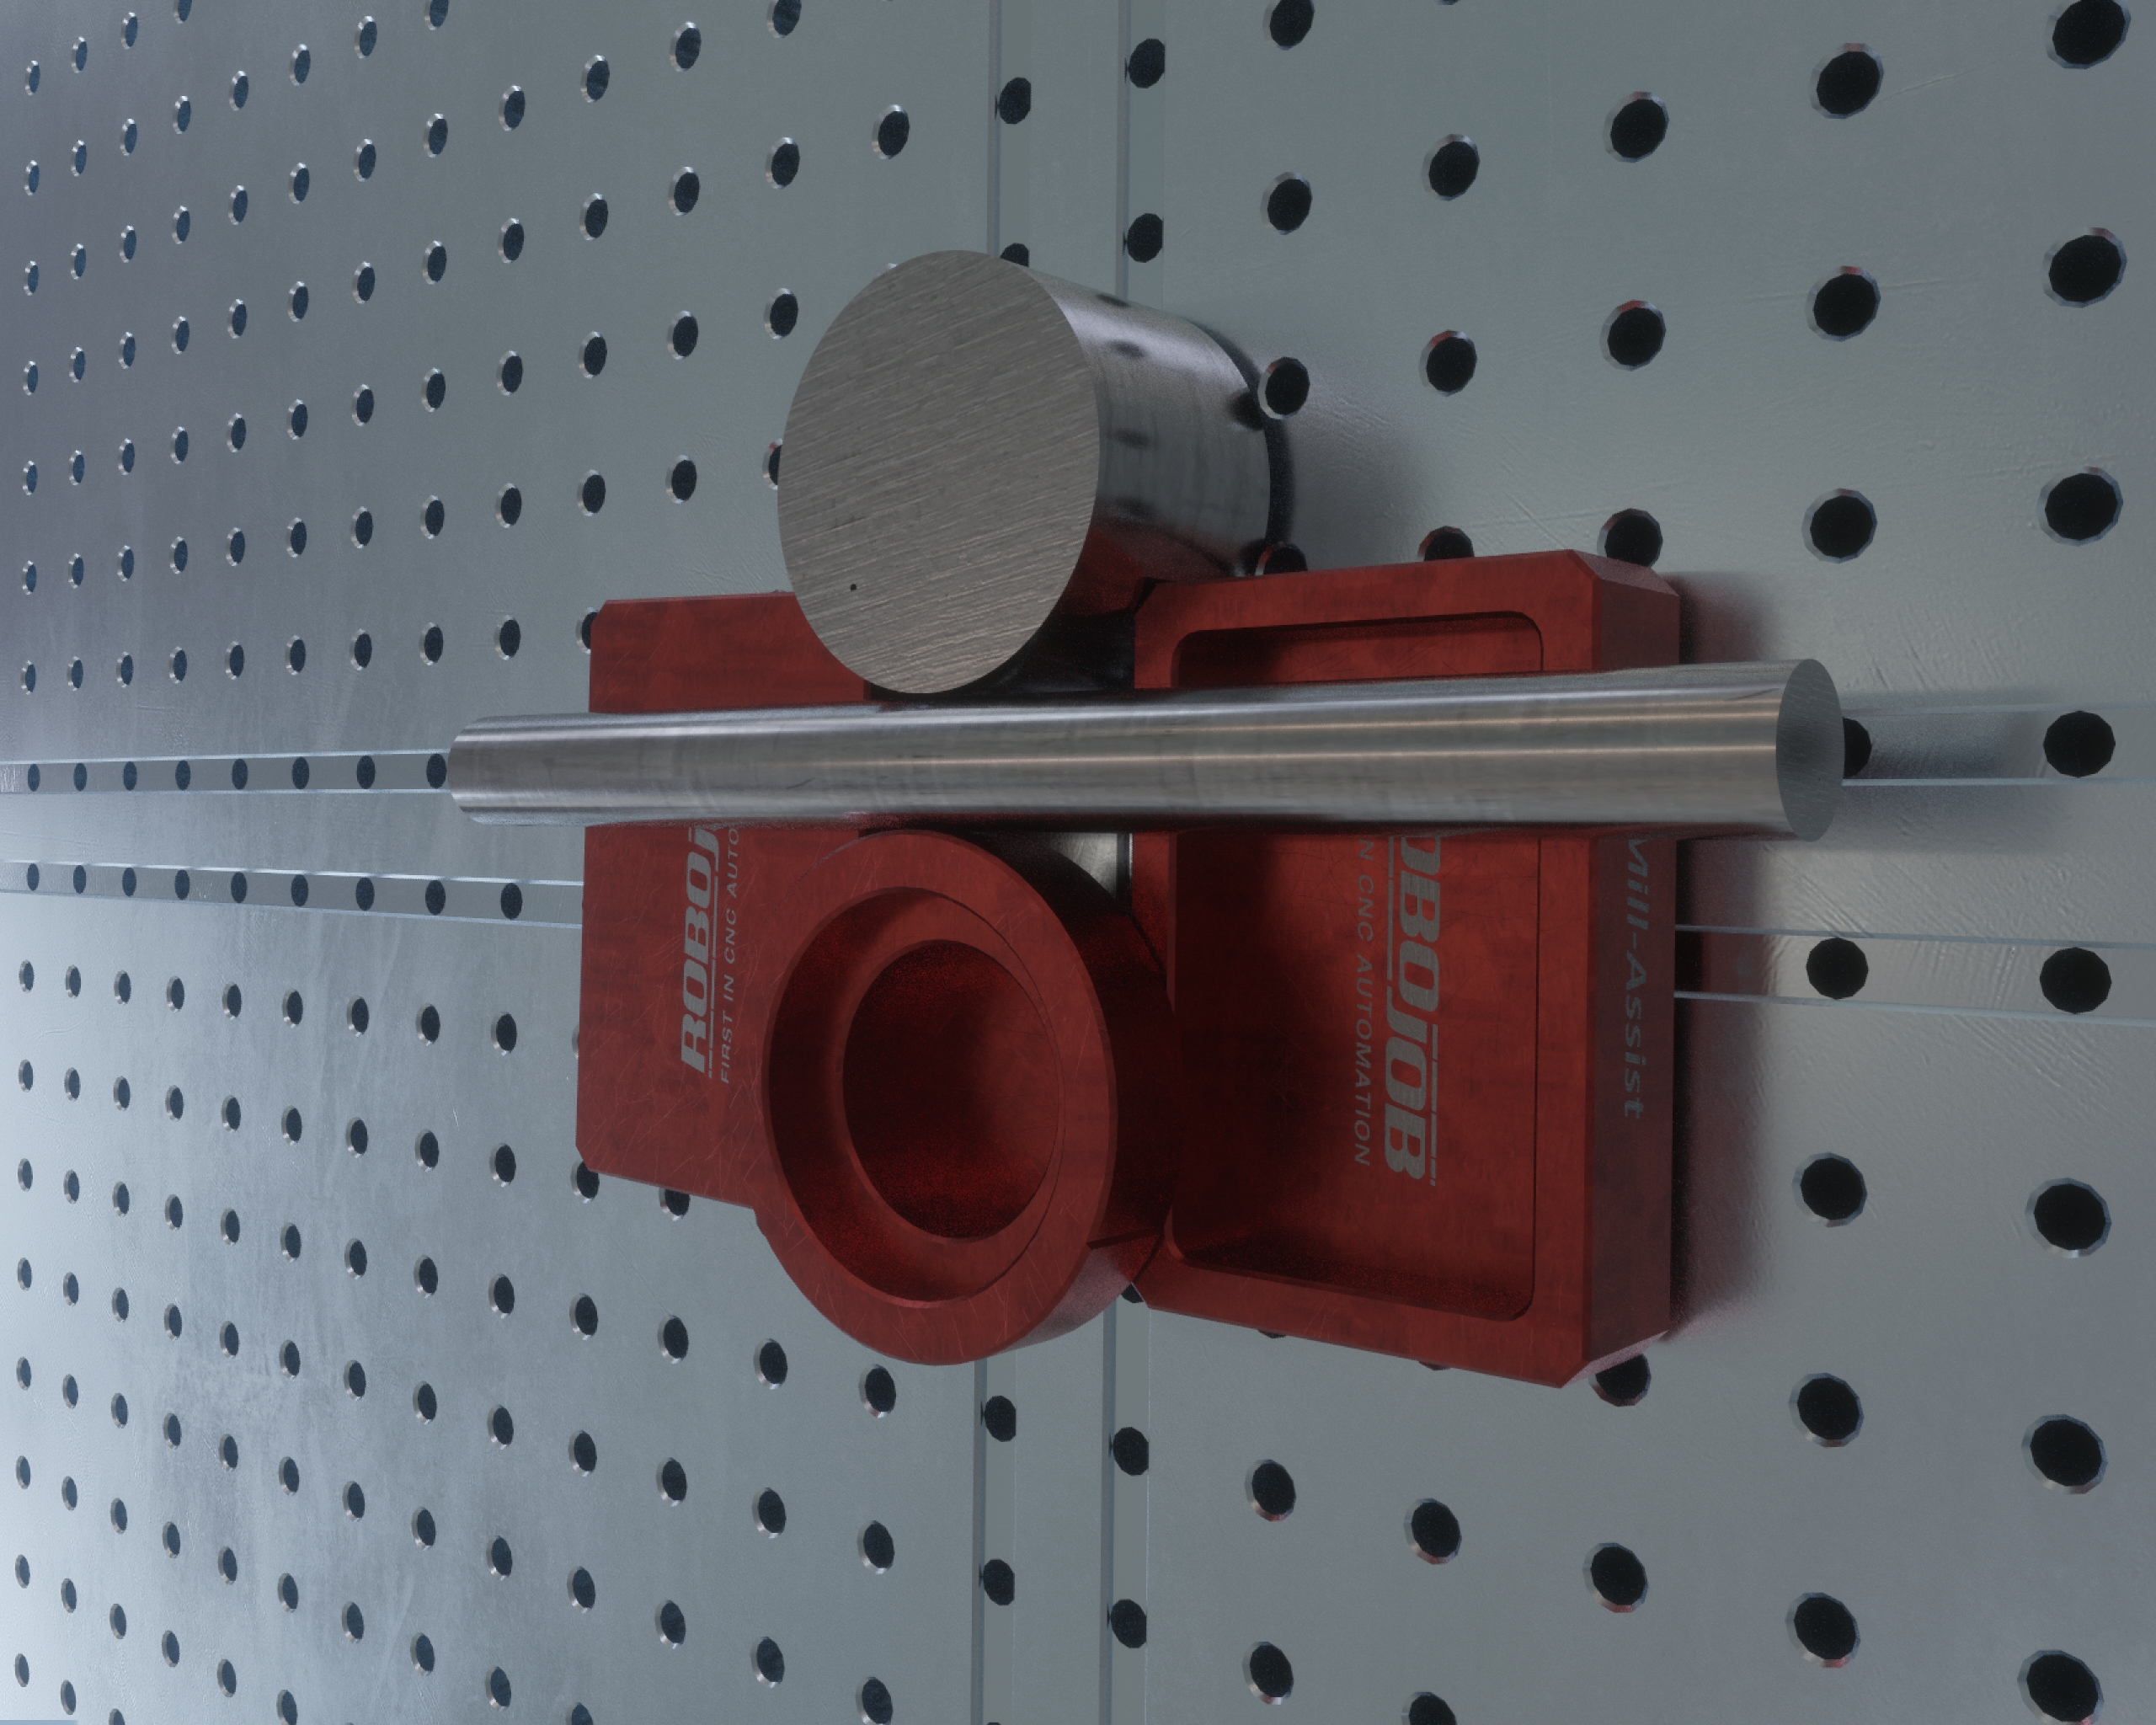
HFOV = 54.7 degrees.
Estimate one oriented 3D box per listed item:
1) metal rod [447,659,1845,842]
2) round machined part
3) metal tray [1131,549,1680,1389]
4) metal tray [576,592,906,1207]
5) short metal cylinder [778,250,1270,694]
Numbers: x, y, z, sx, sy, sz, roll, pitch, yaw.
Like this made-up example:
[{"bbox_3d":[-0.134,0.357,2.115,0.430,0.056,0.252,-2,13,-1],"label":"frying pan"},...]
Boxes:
[{"bbox_3d":[-0.016,-0.018,0.378,0.300,0.025,0.025,1,91,39],"label":"metal rod"},{"bbox_3d":[-0.018,0.043,0.396,0.098,0.042,0.097,0,90,40],"label":"round machined part"},{"bbox_3d":[0.053,0.016,0.357,0.090,0.030,0.129,1,91,40],"label":"metal tray"},{"bbox_3d":[-0.069,0.007,0.456,0.090,0.030,0.129,4,92,40],"label":"metal tray"},{"bbox_3d":[-0.011,-0.071,0.397,0.080,0.050,0.079,0,90,40],"label":"short metal cylinder"}]
